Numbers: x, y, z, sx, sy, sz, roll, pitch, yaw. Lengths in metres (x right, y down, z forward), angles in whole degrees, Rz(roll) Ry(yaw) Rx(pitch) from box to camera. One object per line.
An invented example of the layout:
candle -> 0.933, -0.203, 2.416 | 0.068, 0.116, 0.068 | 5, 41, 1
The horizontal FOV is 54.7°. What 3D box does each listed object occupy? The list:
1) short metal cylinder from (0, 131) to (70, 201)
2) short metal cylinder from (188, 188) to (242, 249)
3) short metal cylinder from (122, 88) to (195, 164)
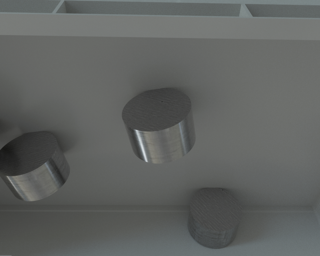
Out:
short metal cylinder -> -0.168, 0.050, 0.413 | 0.080, 0.080, 0.050 | -7, 130, 5
short metal cylinder -> 0.087, 0.143, 0.496 | 0.081, 0.080, 0.050 | 1, 130, -1
short metal cylinder -> 0.000, -0.004, 0.370 | 0.080, 0.080, 0.050 | -8, 130, 6
